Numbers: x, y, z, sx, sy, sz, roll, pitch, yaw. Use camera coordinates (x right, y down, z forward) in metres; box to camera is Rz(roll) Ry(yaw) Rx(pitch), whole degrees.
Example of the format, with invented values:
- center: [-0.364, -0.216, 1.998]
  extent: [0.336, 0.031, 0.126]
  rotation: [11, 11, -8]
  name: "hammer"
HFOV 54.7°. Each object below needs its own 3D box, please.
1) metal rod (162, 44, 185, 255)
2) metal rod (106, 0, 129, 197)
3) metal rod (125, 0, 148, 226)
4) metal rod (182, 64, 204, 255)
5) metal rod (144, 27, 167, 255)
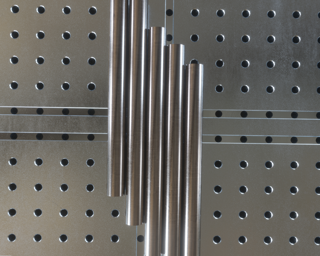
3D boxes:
- center: [0.018, 0.040, 0.413]
  extent: [0.025, 0.025, 0.298]
  rotation: [1, 90, -1]
  name: "metal rod"
- center: [-0.056, -0.060, 0.412]
  extent: [0.025, 0.025, 0.298]
  rotation: [1, 90, -1]
  name: "metal rod"
- center: [-0.031, -0.023, 0.412]
  extent: [0.025, 0.025, 0.298]
  rotation: [1, 90, -1]
  name: "metal rod"
- center: [0.043, 0.066, 0.413]
  extent: [0.025, 0.025, 0.298]
  rotation: [1, 90, -1]
  name: "metal rod"
- center: [-0.006, 0.018, 0.413]
  extent: [0.025, 0.025, 0.298]
  rotation: [1, 90, -1]
  name: "metal rod"
